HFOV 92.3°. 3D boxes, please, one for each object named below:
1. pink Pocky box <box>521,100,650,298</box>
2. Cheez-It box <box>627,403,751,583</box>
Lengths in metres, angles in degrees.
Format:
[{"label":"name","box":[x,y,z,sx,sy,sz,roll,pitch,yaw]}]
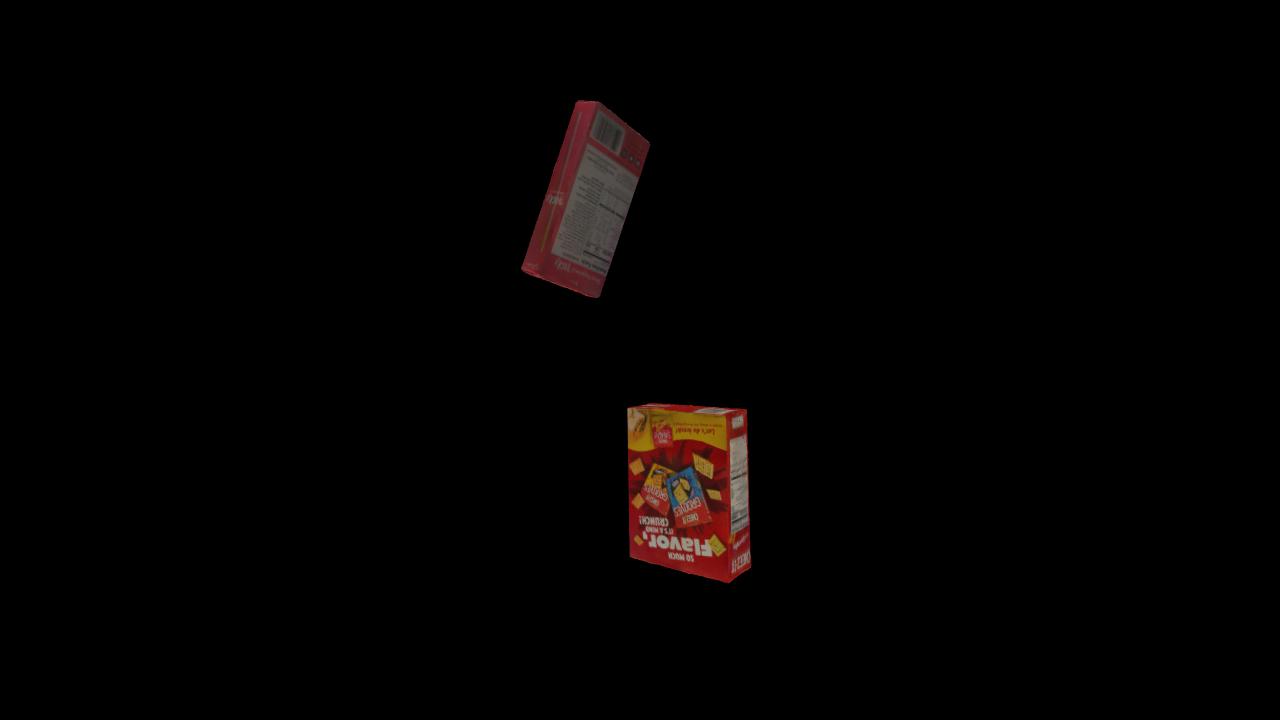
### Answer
[{"label":"pink Pocky box","box":[-0.046,-0.139,0.550,0.029,0.155,0.084,21,4,35]},{"label":"Cheez-It box","box":[0.066,0.175,0.850,0.166,0.223,0.071,0,3,38]}]
